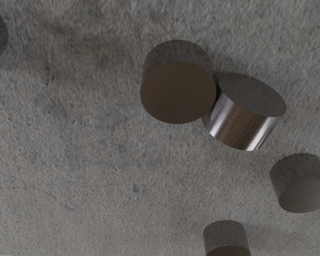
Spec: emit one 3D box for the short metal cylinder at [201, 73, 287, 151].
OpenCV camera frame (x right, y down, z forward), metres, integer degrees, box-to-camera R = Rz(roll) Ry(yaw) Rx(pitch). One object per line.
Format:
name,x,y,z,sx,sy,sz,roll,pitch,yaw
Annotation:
short metal cylinder,0.095,-0.020,0.356,0.081,0.080,0.050,13,129,-11

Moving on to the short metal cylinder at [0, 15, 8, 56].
short metal cylinder,-0.204,-0.091,0.310,0.081,0.050,0.079,0,130,0

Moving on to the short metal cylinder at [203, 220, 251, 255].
short metal cylinder,0.123,0.216,0.577,0.081,0.050,0.079,0,130,0

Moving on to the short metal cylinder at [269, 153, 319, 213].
short metal cylinder,0.212,0.084,0.466,0.081,0.050,0.079,0,130,0

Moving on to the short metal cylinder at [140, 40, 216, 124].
short metal cylinder,0.020,-0.051,0.347,0.081,0.050,0.079,0,130,0
